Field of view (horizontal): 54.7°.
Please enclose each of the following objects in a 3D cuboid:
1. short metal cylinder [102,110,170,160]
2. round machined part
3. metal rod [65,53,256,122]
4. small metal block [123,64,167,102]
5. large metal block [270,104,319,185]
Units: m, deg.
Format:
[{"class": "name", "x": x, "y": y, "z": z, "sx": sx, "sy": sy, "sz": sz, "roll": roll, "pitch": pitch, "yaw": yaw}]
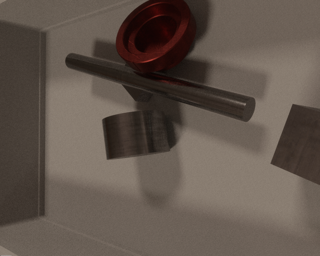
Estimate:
[{"class": "short metal cylinder", "x": -0.030, "y": 0.010, "z": 0.394, "sx": 0.080, "sy": 0.081, "sz": 0.050, "roll": -13, "pitch": 82, "yaw": 39}, {"class": "round machined part", "x": -0.001, "y": -0.109, "z": 0.379, "sx": 0.098, "sy": 0.042, "sz": 0.098, "roll": -12, "pitch": 60, "yaw": 23}, {"class": "metal rod", "x": -0.025, "y": -0.061, "z": 0.392, "sx": 0.300, "sy": 0.025, "sz": 0.025, "roll": 21, "pitch": 103, "yaw": 37}, {"class": "small metal block", "x": -0.026, "y": -0.071, "z": 0.426, "sx": 0.050, "sy": 0.025, "sz": 0.050, "roll": 50, "pitch": 119, "yaw": 28}, {"class": "large metal block", "x": 0.149, "y": 0.018, "z": 0.248, "sx": 0.080, "sy": 0.081, "sz": 0.050, "roll": 25, "pitch": 106, "yaw": 37}]
